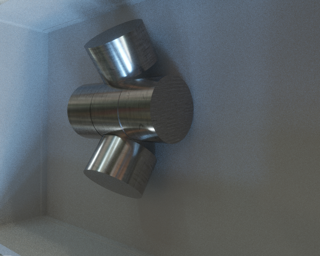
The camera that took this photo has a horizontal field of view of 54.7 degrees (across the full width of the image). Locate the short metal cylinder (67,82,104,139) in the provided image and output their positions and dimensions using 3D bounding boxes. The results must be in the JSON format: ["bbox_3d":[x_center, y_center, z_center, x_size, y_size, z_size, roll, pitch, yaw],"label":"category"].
[{"bbox_3d":[-0.081,-0.024,0.436,0.050,0.081,0.079,2,91,40],"label":"short metal cylinder"}]

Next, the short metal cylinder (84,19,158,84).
[{"bbox_3d":[-0.049,-0.099,0.400,0.080,0.080,0.050,3,129,40],"label":"short metal cylinder"}]

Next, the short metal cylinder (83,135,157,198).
[{"bbox_3d":[-0.051,0.051,0.401,0.080,0.080,0.050,0,56,40],"label":"short metal cylinder"}]

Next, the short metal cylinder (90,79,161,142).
[{"bbox_3d":[-0.042,-0.023,0.404,0.050,0.081,0.079,2,91,40],"label":"short metal cylinder"}]

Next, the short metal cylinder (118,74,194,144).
[{"bbox_3d":[-0.003,-0.022,0.372,0.050,0.081,0.079,2,91,40],"label":"short metal cylinder"}]
